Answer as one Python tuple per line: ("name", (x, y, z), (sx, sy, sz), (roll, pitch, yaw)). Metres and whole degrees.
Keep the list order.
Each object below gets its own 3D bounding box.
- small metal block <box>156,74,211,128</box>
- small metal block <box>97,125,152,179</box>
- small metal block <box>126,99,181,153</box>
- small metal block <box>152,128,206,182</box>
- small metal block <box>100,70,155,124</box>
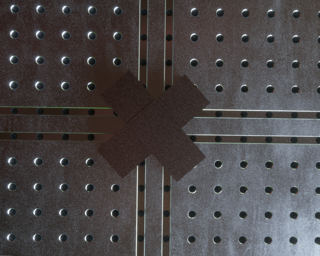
("small metal block", (0.030, -0.035, 0.413), (0.050, 0.025, 0.050), (-41, 91, 0))
("small metal block", (-0.046, 0.031, 0.413), (0.050, 0.025, 0.050), (-41, 91, 0))
("small metal block", (-0.009, -0.002, 0.412), (0.050, 0.025, 0.050), (-41, 91, 0))
("small metal block", (0.025, 0.035, 0.414), (0.050, 0.025, 0.050), (-41, 91, 0))
("small metal block", (-0.042, -0.040, 0.413), (0.050, 0.025, 0.050), (-41, 91, 0))
